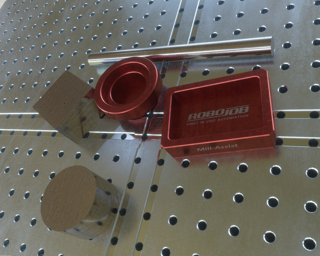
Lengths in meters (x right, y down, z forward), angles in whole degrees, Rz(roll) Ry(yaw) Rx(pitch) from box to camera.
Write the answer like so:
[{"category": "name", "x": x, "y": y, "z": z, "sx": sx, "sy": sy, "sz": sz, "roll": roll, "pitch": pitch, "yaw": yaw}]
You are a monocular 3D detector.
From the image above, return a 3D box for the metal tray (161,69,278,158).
[{"category": "metal tray", "x": 0.069, "y": -0.016, "z": 0.378, "sx": 0.130, "sy": 0.030, "sz": 0.090, "roll": -9, "pitch": 58, "yaw": 23}]

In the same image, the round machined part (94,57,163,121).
[{"category": "round machined part", "x": -0.042, "y": -0.052, "z": 0.449, "sx": 0.098, "sy": 0.042, "sz": 0.098, "roll": -11, "pitch": 57, "yaw": 18}]

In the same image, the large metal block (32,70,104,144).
[{"category": "large metal block", "x": -0.138, "y": -0.034, "z": 0.486, "sx": 0.080, "sy": 0.050, "sz": 0.080, "roll": 34, "pitch": 80, "yaw": 38}]

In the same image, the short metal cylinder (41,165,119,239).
[{"category": "short metal cylinder", "x": -0.099, "y": 0.093, "z": 0.387, "sx": 0.080, "sy": 0.050, "sz": 0.080, "roll": -13, "pitch": 56, "yaw": 21}]

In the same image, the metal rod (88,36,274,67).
[{"category": "metal rod", "x": 0.013, "y": -0.112, "z": 0.470, "sx": 0.300, "sy": 0.025, "sz": 0.025, "roll": 3, "pitch": 63, "yaw": 29}]
